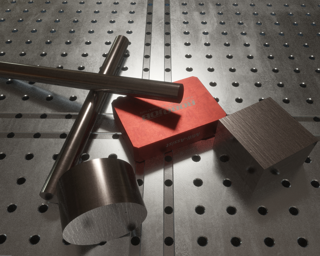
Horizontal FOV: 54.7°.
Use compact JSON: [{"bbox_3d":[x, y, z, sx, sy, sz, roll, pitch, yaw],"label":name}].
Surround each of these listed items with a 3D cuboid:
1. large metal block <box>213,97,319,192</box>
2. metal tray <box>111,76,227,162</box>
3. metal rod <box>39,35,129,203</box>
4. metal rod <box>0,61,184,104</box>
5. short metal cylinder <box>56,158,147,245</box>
[{"bbox_3d":[0.125,0.018,0.378,0.081,0.050,0.080,-23,54,-19],"label":"large metal block"},{"bbox_3d":[0.011,-0.016,0.418,0.131,0.030,0.090,-19,53,-16],"label":"metal tray"},{"bbox_3d":[-0.093,-0.036,0.436,0.025,0.025,0.300,8,50,6],"label":"metal rod"},{"bbox_3d":[-0.114,-0.068,0.433,0.301,0.025,0.025,10,50,19],"label":"metal rod"},{"bbox_3d":[-0.059,0.074,0.309,0.081,0.080,0.050,-14,52,-12],"label":"short metal cylinder"}]
